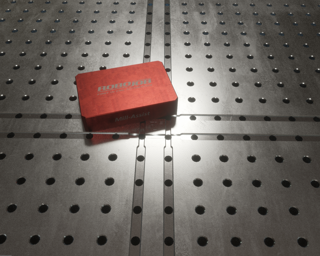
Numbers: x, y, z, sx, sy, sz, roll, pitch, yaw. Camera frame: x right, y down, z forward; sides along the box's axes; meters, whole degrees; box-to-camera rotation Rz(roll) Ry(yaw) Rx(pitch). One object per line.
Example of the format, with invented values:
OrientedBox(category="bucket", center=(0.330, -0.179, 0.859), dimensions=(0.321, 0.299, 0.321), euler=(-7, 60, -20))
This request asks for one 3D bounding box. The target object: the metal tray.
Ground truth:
OrientedBox(category="metal tray", center=(-0.049, -0.049, 0.445), dimensions=(0.131, 0.030, 0.090), euler=(-12, 51, -10))
